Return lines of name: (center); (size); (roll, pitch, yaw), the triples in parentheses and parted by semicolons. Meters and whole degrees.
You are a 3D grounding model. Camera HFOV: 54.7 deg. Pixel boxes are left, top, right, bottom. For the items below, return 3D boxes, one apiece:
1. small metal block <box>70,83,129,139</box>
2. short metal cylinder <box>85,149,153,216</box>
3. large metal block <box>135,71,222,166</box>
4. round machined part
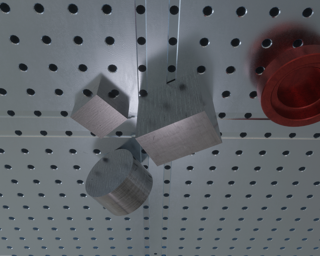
small metal block: (-0.076, -0.020, 0.394); (0.050, 0.025, 0.050); (-35, 122, 26)
short metal cylinder: (-0.058, 0.076, 0.440); (0.080, 0.080, 0.050); (-24, 126, 19)
large metal block: (0.021, -0.012, 0.365); (0.080, 0.080, 0.050); (-22, 127, 17)
round machined part: (0.162, -0.051, 0.358); (0.099, 0.042, 0.097); (0, 130, 0)
